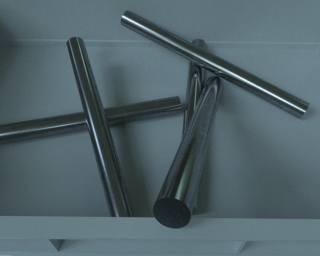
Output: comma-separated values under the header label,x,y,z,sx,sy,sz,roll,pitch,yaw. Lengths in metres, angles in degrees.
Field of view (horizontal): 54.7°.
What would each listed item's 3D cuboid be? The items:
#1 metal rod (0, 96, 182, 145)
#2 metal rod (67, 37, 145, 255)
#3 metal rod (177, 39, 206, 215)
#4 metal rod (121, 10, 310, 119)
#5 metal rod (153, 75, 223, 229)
label,x,y,z,sx,sy,sz,roll,pitch,yaw
metal rod,-0.120,-0.006,0.408,0.302,0.025,0.025,-10,51,-9
metal rod,-0.075,-0.001,0.377,0.025,0.025,0.299,-15,60,-12
metal rod,0.046,-0.026,0.427,0.025,0.025,0.300,6,50,4
metal rod,0.073,-0.098,0.458,0.301,0.025,0.025,30,56,11
metal rod,0.045,-0.006,0.332,0.025,0.025,0.301,13,27,10
